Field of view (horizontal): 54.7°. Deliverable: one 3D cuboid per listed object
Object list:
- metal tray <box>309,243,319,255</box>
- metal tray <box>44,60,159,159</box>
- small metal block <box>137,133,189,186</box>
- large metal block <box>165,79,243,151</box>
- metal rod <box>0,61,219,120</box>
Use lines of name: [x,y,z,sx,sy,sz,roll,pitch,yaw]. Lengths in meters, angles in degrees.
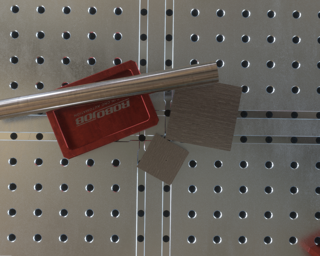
metal tray: [0.273,0.205,0.414,0.090,0.030,0.130,-27,90,-1]
metal tray: [-0.077,-0.024,0.409,0.131,0.030,0.090,-22,90,-1]
small metal block: [0.004,0.041,0.414,0.050,0.025,0.050,29,90,-1]
large metal block: [0.054,-0.018,0.402,0.080,0.050,0.080,11,90,-1]
metal rod: [-0.082,-0.042,0.373,0.302,0.025,0.025,-9,90,6]
